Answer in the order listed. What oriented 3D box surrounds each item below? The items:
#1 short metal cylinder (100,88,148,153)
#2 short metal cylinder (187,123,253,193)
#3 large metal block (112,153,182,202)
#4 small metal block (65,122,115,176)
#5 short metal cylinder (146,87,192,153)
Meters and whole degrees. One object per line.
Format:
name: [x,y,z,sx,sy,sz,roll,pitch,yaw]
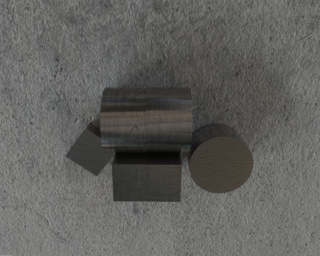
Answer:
short metal cylinder: [-0.040,-0.009,0.378,0.050,0.080,0.079,1,110,0]
short metal cylinder: [0.077,0.039,0.412,0.081,0.050,0.079,0,110,0]
large metal block: [-0.015,0.051,0.401,0.081,0.080,0.050,1,110,-1]
small metal block: [-0.090,0.029,0.421,0.050,0.025,0.050,36,106,-13]
short metal cylinder: [0.010,-0.010,0.379,0.050,0.080,0.079,1,110,0]
